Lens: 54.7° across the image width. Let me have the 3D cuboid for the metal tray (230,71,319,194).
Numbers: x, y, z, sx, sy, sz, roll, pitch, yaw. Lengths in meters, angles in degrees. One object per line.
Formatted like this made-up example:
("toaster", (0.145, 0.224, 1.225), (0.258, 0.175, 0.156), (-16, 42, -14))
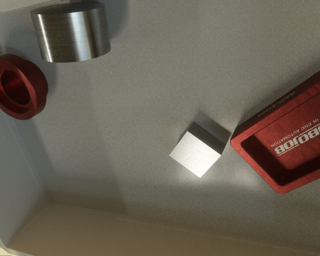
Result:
("metal tray", (0.153, 0.008, 0.329), (0.090, 0.030, 0.129), (46, 129, -4))

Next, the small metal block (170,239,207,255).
("small metal block", (0.051, 0.217, 0.517), (0.050, 0.025, 0.050), (-1, 118, 28))

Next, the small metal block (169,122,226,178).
("small metal block", (0.048, 0.029, 0.400), (0.050, 0.025, 0.050), (36, 129, 3))

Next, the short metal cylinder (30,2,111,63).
("short metal cylinder", (-0.100, -0.112, 0.355), (0.080, 0.080, 0.050), (10, 123, 23))

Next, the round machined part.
("round machined part", (-0.210, -0.064, 0.466), (0.098, 0.042, 0.097), (13, 124, 20))
